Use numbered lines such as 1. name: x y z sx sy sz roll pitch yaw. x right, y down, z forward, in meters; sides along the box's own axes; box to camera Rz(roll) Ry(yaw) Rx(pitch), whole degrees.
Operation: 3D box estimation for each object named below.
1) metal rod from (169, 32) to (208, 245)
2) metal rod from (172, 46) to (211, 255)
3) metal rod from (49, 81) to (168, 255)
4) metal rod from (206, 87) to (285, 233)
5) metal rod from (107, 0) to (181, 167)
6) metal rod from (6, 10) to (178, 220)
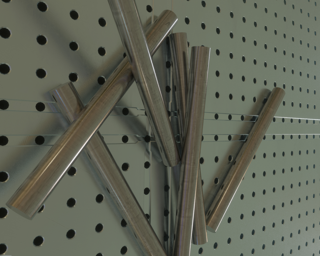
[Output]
1. metal rod: 0.041 0.018 0.442 0.025 0.025 0.298 -11 97 -39
2. metal rod: 0.041 0.044 0.418 0.025 0.025 0.298 0 97 -40
3. metal rod: -0.043 0.084 0.372 0.025 0.025 0.299 -39 114 -33
4. metal rod: 0.151 0.041 0.534 0.025 0.025 0.301 50 61 -28
5. metal rod: -0.020 -0.069 0.333 0.025 0.025 0.299 -45 135 -31
6. metal rod: -0.052 -0.039 0.337 0.025 0.025 0.301 51 52 -28
